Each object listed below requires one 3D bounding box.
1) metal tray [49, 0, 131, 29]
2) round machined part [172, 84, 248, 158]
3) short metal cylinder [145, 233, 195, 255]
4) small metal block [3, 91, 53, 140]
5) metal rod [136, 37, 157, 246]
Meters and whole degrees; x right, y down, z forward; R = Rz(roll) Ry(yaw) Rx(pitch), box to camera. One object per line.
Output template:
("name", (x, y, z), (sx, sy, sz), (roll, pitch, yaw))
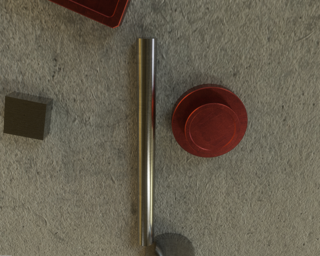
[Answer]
("metal tray", (-0.091, -0.178, 0.340), (0.131, 0.030, 0.089), (22, 108, -8))
("round machined part", (0.065, -0.005, 0.400), (0.099, 0.042, 0.097), (0, 110, -1))
("short metal cylinder", (0.016, 0.210, 0.474), (0.081, 0.050, 0.079), (0, 110, -1))
("small metal block", (-0.171, -0.016, 0.402), (0.050, 0.025, 0.050), (11, 110, -5))
("metal rod", (-0.019, 0.032, 0.421), (0.025, 0.025, 0.298), (1, 110, -1))
